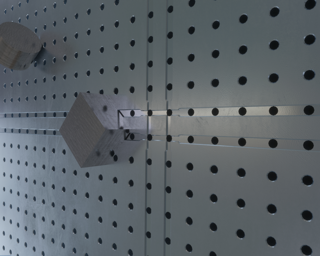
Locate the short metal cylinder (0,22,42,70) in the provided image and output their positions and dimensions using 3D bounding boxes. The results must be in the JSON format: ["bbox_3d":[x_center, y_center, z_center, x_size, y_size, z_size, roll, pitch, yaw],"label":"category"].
[{"bbox_3d":[-0.282,-0.160,0.607,0.050,0.081,0.080,-41,65,32],"label":"short metal cylinder"}]

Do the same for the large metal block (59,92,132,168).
[{"bbox_3d":[-0.102,0.003,0.477,0.080,0.050,0.080,51,120,27],"label":"large metal block"}]
